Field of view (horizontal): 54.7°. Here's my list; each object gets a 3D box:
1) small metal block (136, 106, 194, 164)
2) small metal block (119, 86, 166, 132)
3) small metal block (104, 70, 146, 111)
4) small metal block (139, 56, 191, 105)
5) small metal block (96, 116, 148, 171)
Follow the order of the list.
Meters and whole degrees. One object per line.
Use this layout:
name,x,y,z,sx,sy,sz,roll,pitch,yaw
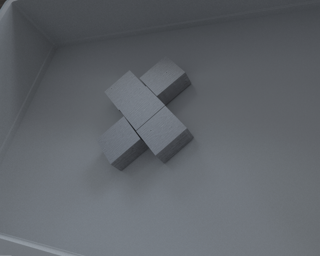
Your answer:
small metal block,0.006,0.008,0.395,0.050,0.025,0.050,-41,51,0
small metal block,-0.020,-0.022,0.426,0.050,0.025,0.050,-41,51,0
small metal block,-0.046,-0.050,0.458,0.050,0.025,0.050,-41,51,0
small metal block,0.007,-0.067,0.441,0.050,0.025,0.050,-40,51,-1
small metal block,-0.051,0.021,0.418,0.050,0.025,0.050,-41,51,1
